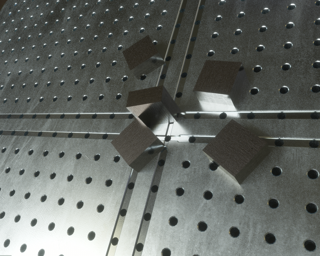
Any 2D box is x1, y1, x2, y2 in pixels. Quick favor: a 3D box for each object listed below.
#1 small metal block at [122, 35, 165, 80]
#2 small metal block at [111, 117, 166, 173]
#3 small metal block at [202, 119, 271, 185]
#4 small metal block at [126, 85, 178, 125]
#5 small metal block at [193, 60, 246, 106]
[{"bbox_3d":[-0.026,-0.112,0.492,0.050,0.025,0.050,-31,52,8],"label":"small metal block"},{"bbox_3d":[-0.029,0.022,0.411,0.050,0.025,0.050,-44,51,-2],"label":"small metal block"},{"bbox_3d":[0.085,0.026,0.348,0.050,0.025,0.050,-46,51,-4],"label":"small metal block"},{"bbox_3d":[-0.009,-0.028,0.416,0.050,0.050,0.025,-8,58,24],"label":"small metal block"},{"bbox_3d":[0.078,-0.060,0.405,0.050,0.025,0.050,12,68,33],"label":"small metal block"}]
